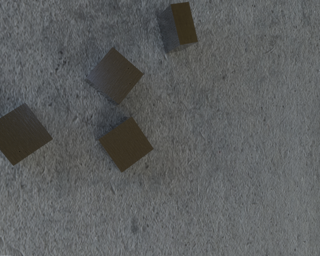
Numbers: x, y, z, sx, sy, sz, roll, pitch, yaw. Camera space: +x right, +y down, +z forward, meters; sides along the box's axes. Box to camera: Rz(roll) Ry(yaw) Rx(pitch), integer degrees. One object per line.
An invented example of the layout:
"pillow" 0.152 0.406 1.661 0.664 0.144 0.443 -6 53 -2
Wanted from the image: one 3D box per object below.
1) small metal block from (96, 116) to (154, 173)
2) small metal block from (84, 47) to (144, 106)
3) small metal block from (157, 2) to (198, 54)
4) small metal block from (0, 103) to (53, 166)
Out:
"small metal block" -0.045 0.020 0.392 0.050 0.025 0.050 -36 102 -16
"small metal block" -0.058 -0.063 0.387 0.050 0.025 0.050 40 77 -16
"small metal block" 0.022 -0.129 0.403 0.025 0.050 0.050 -16 96 -19
"small metal block" -0.158 0.007 0.350 0.050 0.025 0.050 -37 102 -16
